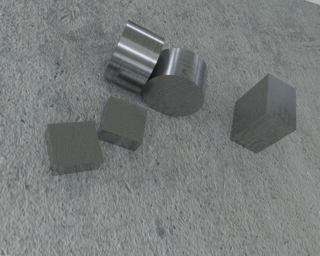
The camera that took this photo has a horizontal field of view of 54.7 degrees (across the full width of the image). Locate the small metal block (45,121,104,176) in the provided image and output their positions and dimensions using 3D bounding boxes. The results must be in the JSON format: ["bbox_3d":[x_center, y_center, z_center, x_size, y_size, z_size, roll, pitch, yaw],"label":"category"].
[{"bbox_3d":[-0.095,0.021,0.340,0.050,0.025,0.050,-5,64,-31],"label":"small metal block"}]

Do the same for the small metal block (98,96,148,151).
[{"bbox_3d":[-0.046,-0.005,0.382,0.050,0.025,0.050,19,54,-17],"label":"small metal block"}]

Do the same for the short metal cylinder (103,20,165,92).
[{"bbox_3d":[-0.035,-0.093,0.407,0.050,0.080,0.080,24,53,-14],"label":"short metal cylinder"}]

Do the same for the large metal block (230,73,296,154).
[{"bbox_3d":[0.154,-0.020,0.464,0.050,0.080,0.080,27,52,-12],"label":"large metal block"}]

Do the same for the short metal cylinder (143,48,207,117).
[{"bbox_3d":[0.022,-0.060,0.416,0.080,0.080,0.050,23,54,-15],"label":"short metal cylinder"}]
